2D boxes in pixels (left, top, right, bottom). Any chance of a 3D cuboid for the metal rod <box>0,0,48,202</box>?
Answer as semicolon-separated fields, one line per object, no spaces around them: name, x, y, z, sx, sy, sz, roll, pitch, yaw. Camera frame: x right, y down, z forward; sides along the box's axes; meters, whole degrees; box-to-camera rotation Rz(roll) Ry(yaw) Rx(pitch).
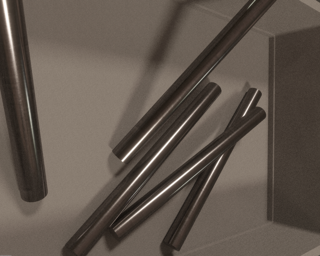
metal rod;-0.113;-0.064;0.233;0.025;0.025;0.298;-21;129;-38

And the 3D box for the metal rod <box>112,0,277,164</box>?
metal rod;0.053;-0.076;0.374;0.300;0.025;0.025;-48;122;-1

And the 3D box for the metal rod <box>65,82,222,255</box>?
metal rod;-0.004;0.036;0.405;0.301;0.025;0.025;-48;119;-30

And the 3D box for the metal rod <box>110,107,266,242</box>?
metal rod;0.055;0.050;0.436;0.302;0.025;0.025;-34;112;-29

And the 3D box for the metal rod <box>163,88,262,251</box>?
metal rod;0.092;0.049;0.486;0.025;0.025;0.301;50;61;-29
